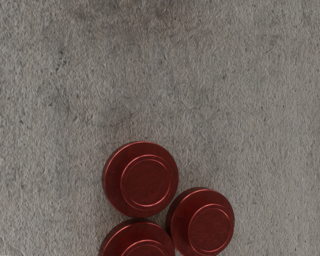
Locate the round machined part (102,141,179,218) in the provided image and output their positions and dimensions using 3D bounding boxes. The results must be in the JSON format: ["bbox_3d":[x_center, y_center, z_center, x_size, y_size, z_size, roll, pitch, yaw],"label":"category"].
[{"bbox_3d":[-0.021,0.066,0.392,0.099,0.042,0.097,0,90,-20],"label":"round machined part"}]

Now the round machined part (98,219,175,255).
[{"bbox_3d":[-0.026,0.168,0.391,0.099,0.042,0.097,0,90,-20],"label":"round machined part"}]

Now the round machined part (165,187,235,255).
[{"bbox_3d":[0.060,0.133,0.422,0.099,0.042,0.097,0,90,-20],"label":"round machined part"}]
